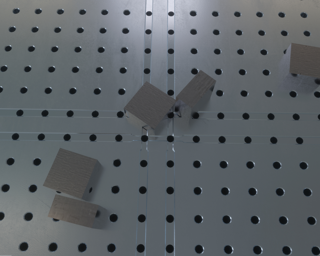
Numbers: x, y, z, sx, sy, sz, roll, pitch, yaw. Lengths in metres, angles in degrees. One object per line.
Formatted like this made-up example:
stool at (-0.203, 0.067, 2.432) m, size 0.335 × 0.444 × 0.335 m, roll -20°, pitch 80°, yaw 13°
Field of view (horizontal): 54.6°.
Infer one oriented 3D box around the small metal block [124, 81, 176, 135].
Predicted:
small metal block at (-0.013, -0.027, 0.422) m, size 0.050 × 0.025 × 0.050 m, roll 34°, pitch 73°, yaw 11°

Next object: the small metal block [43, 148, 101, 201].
small metal block at (-0.109, 0.059, 0.390) m, size 0.050 × 0.025 × 0.050 m, roll 17°, pitch 71°, yaw 6°

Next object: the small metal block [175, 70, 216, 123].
small metal block at (0.046, -0.041, 0.414) m, size 0.025 × 0.050 × 0.050 m, roll 38°, pitch 75°, yaw 13°

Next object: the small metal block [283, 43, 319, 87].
small metal block at (0.208, -0.090, 0.446) m, size 0.050 × 0.025 × 0.050 m, roll 11°, pitch 70°, yaw 4°

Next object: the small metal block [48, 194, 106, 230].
small metal block at (-0.095, 0.099, 0.362) m, size 0.050 × 0.050 × 0.025 m, roll 13°, pitch 71°, yaw 5°
